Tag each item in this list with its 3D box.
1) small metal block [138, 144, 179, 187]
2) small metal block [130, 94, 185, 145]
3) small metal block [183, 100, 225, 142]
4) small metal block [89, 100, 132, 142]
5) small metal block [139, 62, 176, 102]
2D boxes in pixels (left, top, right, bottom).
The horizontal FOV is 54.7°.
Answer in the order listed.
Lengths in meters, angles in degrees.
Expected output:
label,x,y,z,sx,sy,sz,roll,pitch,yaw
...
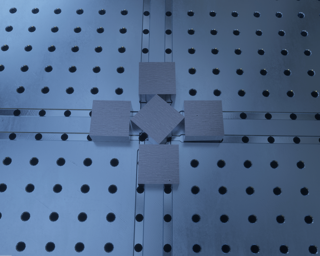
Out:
label,x,y,z,sx,sy,sz,roll,pitch,yaw
small metal block,-0.002,0.048,0.394,0.050,0.025,0.050,0,70,0
small metal block,-0.003,-0.008,0.414,0.050,0.025,0.050,40,75,13
small metal block,0.057,-0.009,0.416,0.050,0.025,0.050,0,70,-1
small metal block,-0.064,-0.009,0.414,0.050,0.025,0.050,1,70,0
small metal block,-0.004,-0.065,0.435,0.050,0.025,0.050,0,70,-1
